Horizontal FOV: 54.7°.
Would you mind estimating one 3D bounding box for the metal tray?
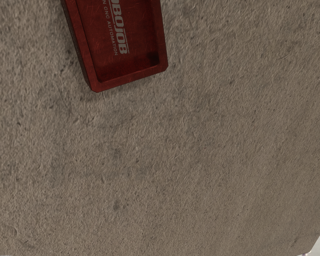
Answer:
[{"bbox_3d":[-0.045,-0.109,0.312,0.091,0.030,0.129,-21,127,-16],"label":"metal tray"}]
